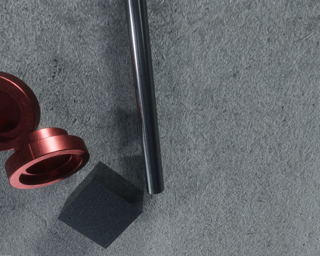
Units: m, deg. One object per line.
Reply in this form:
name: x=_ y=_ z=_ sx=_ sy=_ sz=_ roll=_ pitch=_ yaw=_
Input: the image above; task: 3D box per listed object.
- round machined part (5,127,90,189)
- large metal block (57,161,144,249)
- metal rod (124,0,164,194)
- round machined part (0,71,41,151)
round machined part: x=-0.144 y=0.035 z=0.392 sx=0.098 sy=0.098 sz=0.042 roll=-32 pitch=68 yaw=11
large metal block: x=-0.080 y=0.108 z=0.435 sx=0.080 sy=0.050 sz=0.080 roll=38 pitch=105 yaw=-13
metal rod: x=-0.019 y=-0.051 z=0.390 sx=0.025 sy=0.025 sz=0.298 roll=-5 pitch=110 yaw=1
round machined part: x=-0.200 y=-0.024 z=0.389 sx=0.099 sy=0.042 sz=0.097 roll=0 pitch=110 yaw=-1
